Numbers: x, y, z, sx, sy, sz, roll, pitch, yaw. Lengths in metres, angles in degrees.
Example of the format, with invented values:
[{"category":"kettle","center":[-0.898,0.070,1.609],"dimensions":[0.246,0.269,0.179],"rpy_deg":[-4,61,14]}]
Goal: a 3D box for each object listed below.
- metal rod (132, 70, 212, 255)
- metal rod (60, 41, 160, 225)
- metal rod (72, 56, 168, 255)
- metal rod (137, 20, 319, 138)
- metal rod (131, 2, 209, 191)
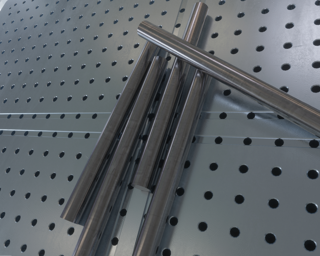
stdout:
[{"category":"metal rod","center":[0.014,0.051,0.370],"dimensions":[0.025,0.025,0.300],"rpy_deg":[6,65,31]},{"category":"metal rod","center":[-0.062,-0.011,0.448],"dimensions":[0.025,0.025,0.300],"rpy_deg":[10,66,32]},{"category":"metal rod","center":[-0.047,0.030,0.415],"dimensions":[0.025,0.025,0.300],"rpy_deg":[6,65,31]},{"category":"metal rod","center":[0.079,-0.069,0.383],"dimensions":[0.300,0.025,0.025],"rpy_deg":[37,83,30]},{"category":"metal rod","center":[0.021,-0.058,0.434],"dimensions":[0.025,0.025,0.300],"rpy_deg":[5,64,30]}]
